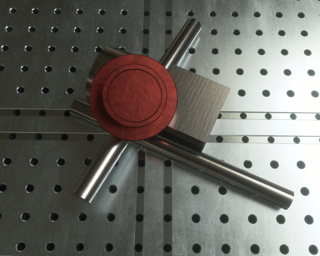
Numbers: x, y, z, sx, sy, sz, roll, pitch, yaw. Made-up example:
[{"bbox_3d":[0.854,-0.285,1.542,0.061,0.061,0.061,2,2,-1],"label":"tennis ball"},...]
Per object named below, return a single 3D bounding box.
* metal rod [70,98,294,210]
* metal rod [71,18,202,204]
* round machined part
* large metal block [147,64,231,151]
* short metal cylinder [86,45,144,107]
[{"bbox_3d":[0.022,0.030,0.400,0.301,0.025,0.025,23,72,8],"label":"metal rod"},{"bbox_3d":[-0.018,-0.039,0.405,0.025,0.025,0.300,27,64,9],"label":"metal rod"},{"bbox_3d":[-0.029,-0.034,0.345,0.099,0.042,0.097,0,90,-7],"label":"round machined part"},{"bbox_3d":[0.035,-0.024,0.404,0.080,0.050,0.080,24,72,8],"label":"large metal block"},{"bbox_3d":[-0.053,-0.060,0.403,0.050,0.080,0.080,24,72,8],"label":"short metal cylinder"}]
